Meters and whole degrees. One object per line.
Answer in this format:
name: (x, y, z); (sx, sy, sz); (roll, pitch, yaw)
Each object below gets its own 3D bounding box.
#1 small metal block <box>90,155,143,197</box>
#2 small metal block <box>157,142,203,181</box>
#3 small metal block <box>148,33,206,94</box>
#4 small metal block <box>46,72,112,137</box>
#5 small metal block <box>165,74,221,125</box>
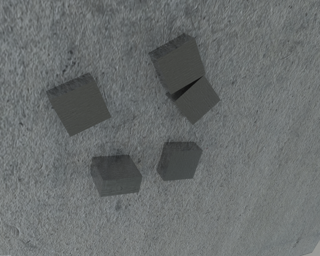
small metal block: (-0.057, 0.060, 0.396); (0.050, 0.050, 0.025); (-1, 119, -28)
small metal block: (0.028, 0.048, 0.452); (0.050, 0.025, 0.050); (0, 118, -29)
small metal block: (0.021, -0.077, 0.371); (0.050, 0.025, 0.050); (-31, 129, -8)
small metal block: (-0.089, -0.026, 0.342); (0.050, 0.025, 0.050); (-27, 128, -12)
small metal block: (0.044, -0.040, 0.406); (0.050, 0.025, 0.050); (-42, 130, 1)
